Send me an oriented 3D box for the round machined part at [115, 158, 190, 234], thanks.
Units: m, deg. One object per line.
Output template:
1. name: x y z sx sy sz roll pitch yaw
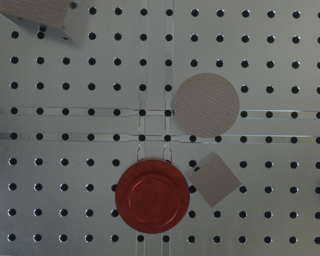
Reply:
1. round machined part: -0.010 0.090 0.405 0.099 0.042 0.097 0 90 -1

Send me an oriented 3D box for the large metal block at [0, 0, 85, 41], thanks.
1. large metal block: -0.147 -0.169 0.399 0.080 0.050 0.080 16 90 -1

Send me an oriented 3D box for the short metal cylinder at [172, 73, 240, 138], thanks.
1. short metal cylinder: 0.057 -0.028 0.402 0.081 0.050 0.079 0 90 -1

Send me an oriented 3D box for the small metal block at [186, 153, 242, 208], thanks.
1. small metal block: 0.071 0.069 0.414 0.050 0.025 0.050 -39 91 0
